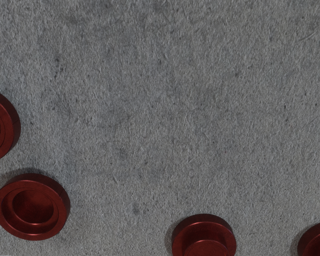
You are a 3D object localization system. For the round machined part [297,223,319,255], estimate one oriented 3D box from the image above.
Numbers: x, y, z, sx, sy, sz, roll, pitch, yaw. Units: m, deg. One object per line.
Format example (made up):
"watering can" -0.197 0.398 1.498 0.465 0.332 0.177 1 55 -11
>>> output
"round machined part" 0.269 0.195 0.475 0.099 0.042 0.097 0 110 0

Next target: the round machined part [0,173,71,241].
"round machined part" -0.176 0.106 0.438 0.099 0.042 0.097 0 110 0

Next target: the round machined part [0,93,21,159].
"round machined part" -0.227 -0.007 0.396 0.099 0.042 0.097 0 110 0

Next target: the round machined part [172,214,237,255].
"round machined part" 0.067 0.183 0.469 0.099 0.042 0.097 0 110 0
